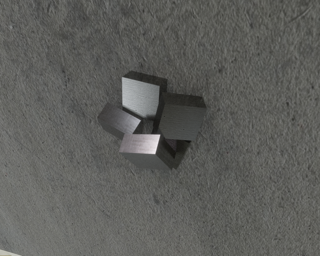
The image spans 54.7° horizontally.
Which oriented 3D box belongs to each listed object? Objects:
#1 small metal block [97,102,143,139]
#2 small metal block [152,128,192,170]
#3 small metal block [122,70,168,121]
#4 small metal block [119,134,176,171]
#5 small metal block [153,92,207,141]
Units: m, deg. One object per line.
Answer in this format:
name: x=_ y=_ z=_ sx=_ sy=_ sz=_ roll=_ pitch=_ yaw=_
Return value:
small metal block: x=-0.052 y=-0.004 z=0.417 sx=0.050 sy=0.025 sz=0.050 roll=29 pitch=164 yaw=8
small metal block: x=0.013 y=0.020 z=0.413 sx=0.050 sy=0.025 sz=0.050 roll=29 pitch=128 yaw=9
small metal block: x=-0.019 y=-0.041 z=0.392 sx=0.050 sy=0.025 sz=0.050 roll=16 pitch=125 yaw=18
small metal block: x=-0.015 y=0.030 z=0.386 sx=0.050 sy=0.025 sz=0.050 roll=0 pitch=151 yaw=28
small metal block: x=0.023 y=-0.013 z=0.373 sx=0.050 sy=0.025 sz=0.050 roll=5 pitch=128 yaw=-15
